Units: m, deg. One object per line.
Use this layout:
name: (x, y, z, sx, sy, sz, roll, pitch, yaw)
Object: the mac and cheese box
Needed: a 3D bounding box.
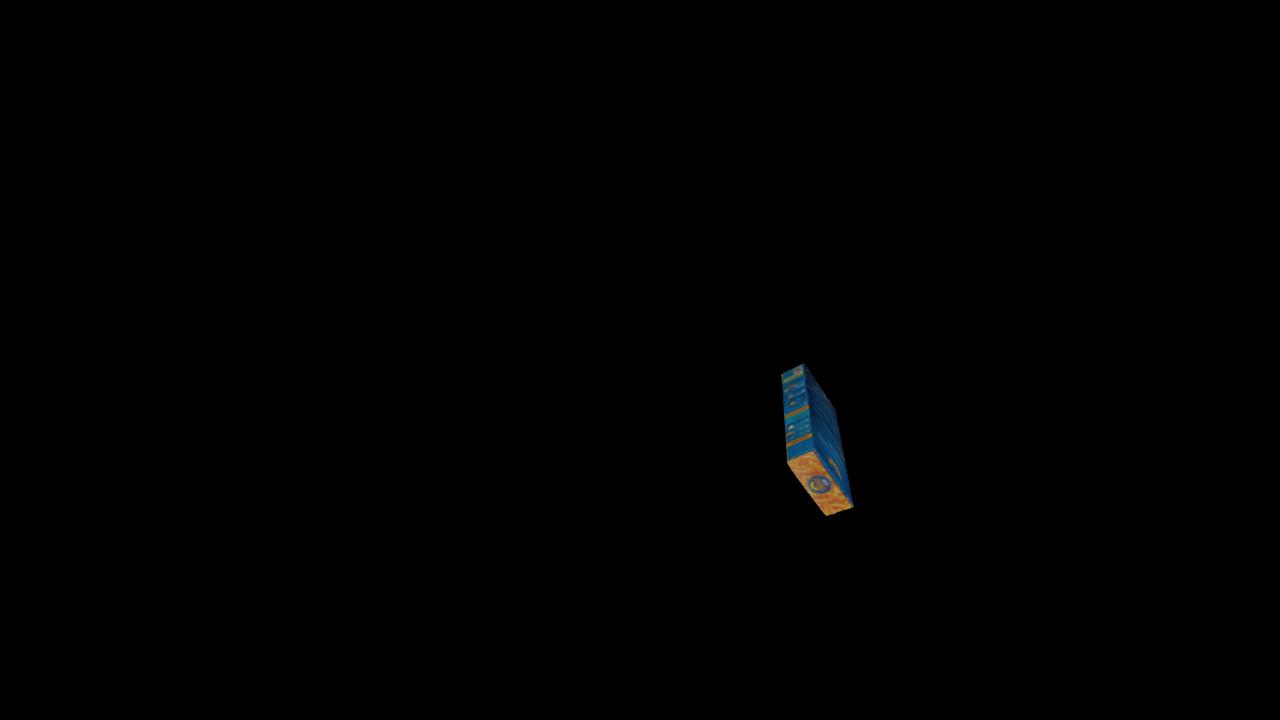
mac and cheese box: (0.212, 0.090, 0.750, 0.041, 0.093, 0.184, -28, 21, 24)
